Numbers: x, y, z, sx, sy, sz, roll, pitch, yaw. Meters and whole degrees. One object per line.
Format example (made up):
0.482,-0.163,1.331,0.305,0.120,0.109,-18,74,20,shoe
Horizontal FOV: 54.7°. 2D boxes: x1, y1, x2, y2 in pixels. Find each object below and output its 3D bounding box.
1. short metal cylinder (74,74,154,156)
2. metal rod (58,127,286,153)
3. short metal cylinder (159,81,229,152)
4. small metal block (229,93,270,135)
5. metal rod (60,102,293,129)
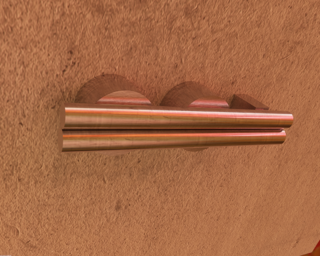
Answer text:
-0.052,-0.015,0.353,0.081,0.050,0.079,-14,124,-21,short metal cylinder
0.037,0.011,0.370,0.303,0.025,0.025,0,119,-29,metal rod
0.044,-0.016,0.407,0.081,0.050,0.079,-14,124,-21,short metal cylinder
0.124,-0.018,0.451,0.025,0.050,0.050,-2,119,-28,small metal block
0.043,-0.011,0.359,0.303,0.025,0.025,0,119,-29,metal rod
